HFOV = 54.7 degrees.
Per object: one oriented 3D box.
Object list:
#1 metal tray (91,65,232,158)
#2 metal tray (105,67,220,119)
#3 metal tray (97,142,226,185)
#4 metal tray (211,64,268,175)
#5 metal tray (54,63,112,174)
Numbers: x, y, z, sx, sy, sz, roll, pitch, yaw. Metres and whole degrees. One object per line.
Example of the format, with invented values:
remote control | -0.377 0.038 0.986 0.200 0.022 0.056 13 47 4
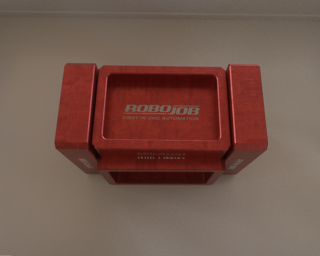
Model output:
metal tray | 0.002 -0.017 0.315 0.131 0.030 0.090 1 70 0
metal tray | 0.002 -0.041 0.387 0.131 0.090 0.030 0 71 0
metal tray | 0.001 0.043 0.356 0.131 0.090 0.030 0 70 0
metal tray | 0.083 -0.002 0.353 0.030 0.130 0.090 1 71 0
metal tray | -0.080 -0.003 0.353 0.030 0.130 0.090 1 71 0
